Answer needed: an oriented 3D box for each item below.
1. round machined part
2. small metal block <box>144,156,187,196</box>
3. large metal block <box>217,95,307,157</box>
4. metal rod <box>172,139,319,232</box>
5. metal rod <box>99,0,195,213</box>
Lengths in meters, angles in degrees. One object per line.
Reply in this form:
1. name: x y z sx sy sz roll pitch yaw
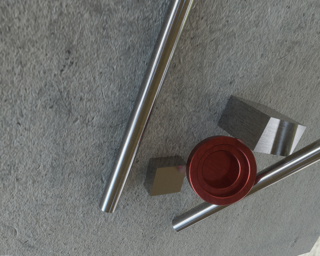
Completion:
1. round machined part: 0.086 0.059 0.452 0.099 0.042 0.097 -1 93 -9
2. small metal block: 0.008 0.070 0.457 0.050 0.025 0.050 -2 120 -28
3. large metal block: 0.146 -0.003 0.450 0.081 0.080 0.050 10 110 -34
4. metal rod: 0.138 0.087 0.466 0.299 0.025 0.025 -36 134 25
5. metal rod: -0.023 -0.019 0.384 0.025 0.025 0.298 8 115 -32
